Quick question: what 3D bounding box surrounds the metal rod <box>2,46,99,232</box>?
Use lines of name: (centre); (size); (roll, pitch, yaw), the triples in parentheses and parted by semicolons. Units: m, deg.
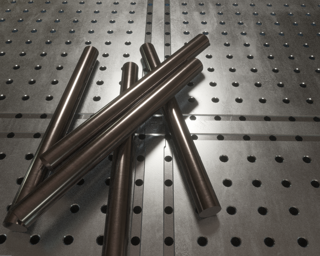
metal rod: (-0.131, -0.012, 0.415); (0.025, 0.025, 0.300); (6, 50, 4)

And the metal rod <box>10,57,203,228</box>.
metal rod: (-0.042, -0.002, 0.374); (0.025, 0.025, 0.301); (32, 57, 23)

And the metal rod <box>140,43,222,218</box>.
metal rod: (0.016, -0.021, 0.425); (0.025, 0.025, 0.300); (-11, 51, -10)

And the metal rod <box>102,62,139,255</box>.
metal rod: (-0.045, 0.021, 0.389); (0.025, 0.025, 0.300); (0, 50, -1)

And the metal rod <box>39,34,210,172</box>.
metal rod: (-0.028, -0.049, 0.414); (0.025, 0.025, 0.301); (32, 57, 24)
